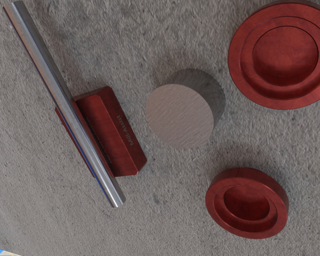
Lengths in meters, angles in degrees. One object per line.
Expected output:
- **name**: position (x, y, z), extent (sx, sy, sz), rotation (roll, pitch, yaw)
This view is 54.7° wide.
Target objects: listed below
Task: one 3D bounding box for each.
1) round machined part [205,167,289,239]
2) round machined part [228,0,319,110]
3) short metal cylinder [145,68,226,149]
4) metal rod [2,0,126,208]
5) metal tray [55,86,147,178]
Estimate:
- **round machined part**: position (0.111, 0.089, 0.392), extent (0.098, 0.042, 0.097), rotation (13, 124, 20)
- **round machined part**: position (0.117, -0.069, 0.291), extent (0.098, 0.042, 0.097), rotation (13, 124, 20)
- **short metal cylinder**: position (0.030, -0.023, 0.360), extent (0.080, 0.050, 0.079), rotation (13, 124, 20)
- **metal rod**: position (-0.119, -0.017, 0.417), extent (0.025, 0.025, 0.299), rotation (-10, 113, 32)
- **metal tray**: position (-0.085, 0.011, 0.454), extent (0.090, 0.030, 0.129), rotation (-12, 113, 32)
